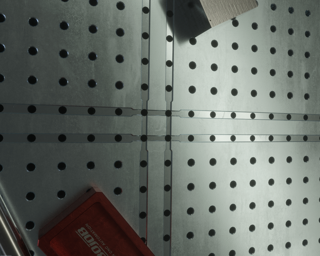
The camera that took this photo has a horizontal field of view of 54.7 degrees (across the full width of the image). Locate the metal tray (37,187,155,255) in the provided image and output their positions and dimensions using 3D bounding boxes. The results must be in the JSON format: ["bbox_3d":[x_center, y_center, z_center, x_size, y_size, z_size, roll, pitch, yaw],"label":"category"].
[{"bbox_3d":[-0.073,0.151,0.383,0.090,0.030,0.130,-40,103,-16],"label":"metal tray"}]

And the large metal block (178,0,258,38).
[{"bbox_3d":[0.074,-0.182,0.426,0.080,0.050,0.080,-29,100,-18],"label":"large metal block"}]

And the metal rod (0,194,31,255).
[{"bbox_3d":[-0.186,0.088,0.344,0.025,0.025,0.299,-25,98,-18],"label":"metal rod"}]
